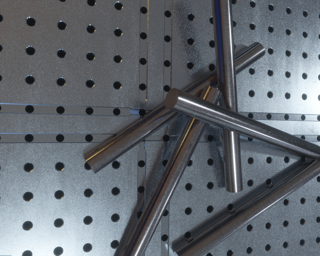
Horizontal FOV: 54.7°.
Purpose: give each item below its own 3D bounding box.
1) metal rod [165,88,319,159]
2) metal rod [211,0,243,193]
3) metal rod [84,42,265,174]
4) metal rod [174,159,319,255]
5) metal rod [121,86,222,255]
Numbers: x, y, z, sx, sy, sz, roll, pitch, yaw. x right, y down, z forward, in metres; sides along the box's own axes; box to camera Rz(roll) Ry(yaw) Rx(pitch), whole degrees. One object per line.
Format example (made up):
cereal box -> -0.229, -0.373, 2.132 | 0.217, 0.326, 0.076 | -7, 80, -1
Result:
metal rod -> 0.134, 0.003, 0.427 | 0.302, 0.025, 0.025 | 17, 84, -33
metal rod -> 0.092, -0.055, 0.422 | 0.025, 0.025, 0.298 | -12, 104, -20
metal rod -> 0.031, -0.036, 0.425 | 0.301, 0.025, 0.025 | -35, 102, -17
metal rod -> 0.154, 0.115, 0.471 | 0.302, 0.025, 0.025 | -27, 99, -18
metal rod -> 0.005, 0.083, 0.402 | 0.025, 0.025, 0.299 | 28, 85, -18
